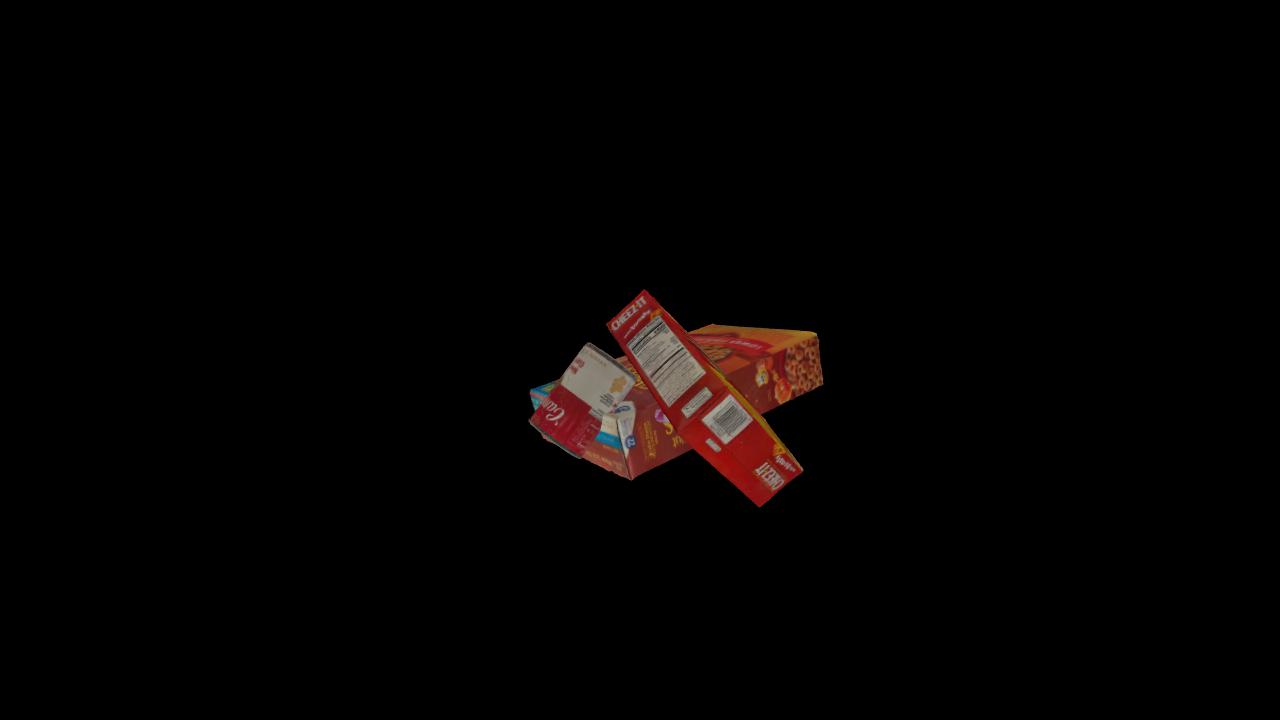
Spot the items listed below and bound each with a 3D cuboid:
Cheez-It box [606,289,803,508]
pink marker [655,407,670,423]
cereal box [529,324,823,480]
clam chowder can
[{"bbox_3d":[0.065,0.035,0.676,0.166,0.071,0.223,44,8,-37],"label":"Cheez-It box"},{"bbox_3d":[0.012,0.055,0.629,0.121,0.020,0.020,-2,-1,33],"label":"pink marker"},{"bbox_3d":[0.046,0.033,0.757,0.306,0.081,0.203,-20,16,-31],"label":"cereal box"},{"bbox_3d":[-0.057,0.041,0.633,0.068,0.102,0.068,36,-5,4],"label":"clam chowder can"}]
